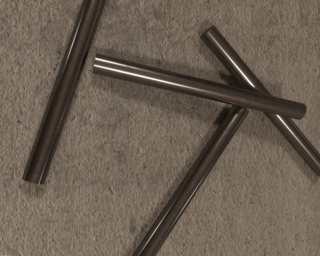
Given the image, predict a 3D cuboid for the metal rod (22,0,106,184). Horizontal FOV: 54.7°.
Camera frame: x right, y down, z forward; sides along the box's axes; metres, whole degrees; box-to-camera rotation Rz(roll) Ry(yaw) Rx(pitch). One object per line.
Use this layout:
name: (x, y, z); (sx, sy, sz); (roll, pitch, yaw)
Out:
metal rod: (-0.103, -0.081, 0.371); (0.025, 0.025, 0.299); (19, 84, -20)

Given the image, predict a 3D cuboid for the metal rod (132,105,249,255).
metal rod: (0.034, 0.090, 0.422); (0.025, 0.025, 0.300); (39, 77, -16)

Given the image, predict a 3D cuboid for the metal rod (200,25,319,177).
metal rod: (0.168, -0.033, 0.472); (0.300, 0.025, 0.025); (45, 76, -15)

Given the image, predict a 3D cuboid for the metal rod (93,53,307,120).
metal rod: (0.063, -0.052, 0.418); (0.302, 0.025, 0.025); (11, 86, -15)
